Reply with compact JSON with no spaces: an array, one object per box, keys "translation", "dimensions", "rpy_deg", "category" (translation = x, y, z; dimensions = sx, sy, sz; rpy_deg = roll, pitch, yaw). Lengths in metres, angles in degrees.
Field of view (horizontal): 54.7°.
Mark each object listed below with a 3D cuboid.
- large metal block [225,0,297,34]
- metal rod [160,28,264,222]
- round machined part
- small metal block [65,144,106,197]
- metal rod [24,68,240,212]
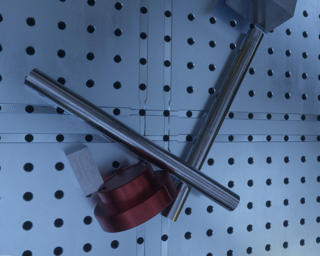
[{"translation":[0.151,-0.199,0.447],"dimensions":[0.080,0.050,0.080],"rpy_deg":[29,66,-18],"category":"large metal block"},{"translation":[0.078,-0.011,0.442],"dimensions":[0.025,0.025,0.299],"rpy_deg":[30,80,-18],"category":"metal rod"},{"translation":[-0.033,0.074,0.362],"dimensions":[0.099,0.098,0.042],"rpy_deg":[-29,100,-18],"category":"round machined part"},{"translation":[-0.090,0.048,0.367],"dimensions":[0.025,0.050,0.050],"rpy_deg":[-25,99,-18],"category":"small metal block"},{"translation":[-0.026,0.021,0.386],"dimensions":[0.301,0.025,0.025],"rpy_deg":[33,79,-11],"category":"metal rod"}]
